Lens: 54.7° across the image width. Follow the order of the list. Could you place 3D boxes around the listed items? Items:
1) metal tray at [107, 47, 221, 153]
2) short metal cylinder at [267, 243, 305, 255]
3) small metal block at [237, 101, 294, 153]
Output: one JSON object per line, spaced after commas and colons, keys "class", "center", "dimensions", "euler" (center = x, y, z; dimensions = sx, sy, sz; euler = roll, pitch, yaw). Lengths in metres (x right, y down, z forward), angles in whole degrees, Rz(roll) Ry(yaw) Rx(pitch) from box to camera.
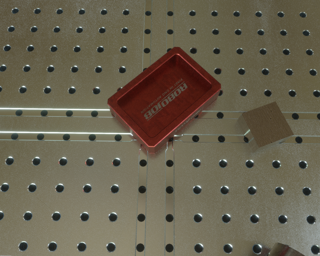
{"class": "metal tray", "center": [0.007, -0.041, 0.423], "dimensions": [0.130, 0.030, 0.090], "euler": [-41, 75, -14]}
{"class": "short metal cylinder", "center": [0.142, 0.167, 0.322], "dimensions": [0.080, 0.080, 0.050], "euler": [39, 75, 13]}
{"class": "small metal block", "center": [0.139, -0.001, 0.413], "dimensions": [0.050, 0.025, 0.050], "euler": [-20, 71, -7]}
